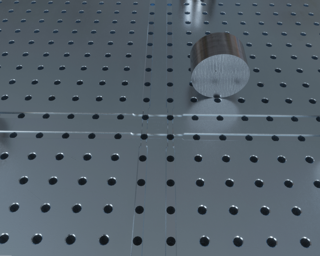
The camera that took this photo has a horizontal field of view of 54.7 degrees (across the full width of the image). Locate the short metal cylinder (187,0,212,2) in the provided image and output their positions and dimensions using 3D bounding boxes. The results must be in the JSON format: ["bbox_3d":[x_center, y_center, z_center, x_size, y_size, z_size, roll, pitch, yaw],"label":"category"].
[{"bbox_3d":[0.083,-0.308,0.651,0.081,0.050,0.080,0,50,0],"label":"short metal cylinder"}]

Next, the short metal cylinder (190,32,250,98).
[{"bbox_3d":[0.085,-0.089,0.447,0.080,0.080,0.050,1,50,1],"label":"short metal cylinder"}]
